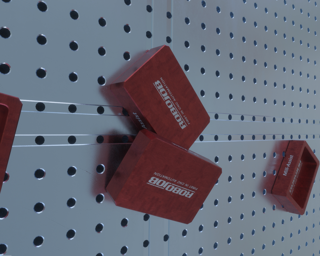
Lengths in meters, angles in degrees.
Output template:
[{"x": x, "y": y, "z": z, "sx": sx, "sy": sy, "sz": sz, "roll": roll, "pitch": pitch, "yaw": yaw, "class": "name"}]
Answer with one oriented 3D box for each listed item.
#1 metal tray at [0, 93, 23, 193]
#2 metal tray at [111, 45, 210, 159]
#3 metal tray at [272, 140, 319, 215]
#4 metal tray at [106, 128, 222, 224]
[{"x": -0.178, "y": 0.026, "z": 0.255, "sx": 0.091, "sy": 0.030, "sz": 0.129, "roll": 17, "pitch": 79, "yaw": -39, "class": "metal tray"}, {"x": 0.007, "y": -0.031, "z": 0.410, "sx": 0.090, "sy": 0.030, "sz": 0.130, "roll": -49, "pitch": 119, "yaw": -29, "class": "metal tray"}, {"x": 0.283, "y": 0.101, "z": 0.641, "sx": 0.090, "sy": 0.030, "sz": 0.130, "roll": 44, "pitch": 64, "yaw": -31, "class": "metal tray"}, {"x": 0.010, "y": 0.066, "z": 0.392, "sx": 0.131, "sy": 0.030, "sz": 0.090, "roll": 27, "pitch": 96, "yaw": -37, "class": "metal tray"}]
